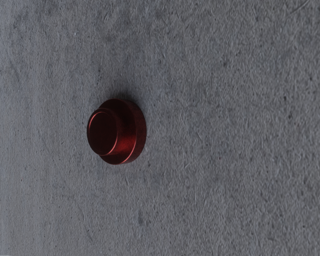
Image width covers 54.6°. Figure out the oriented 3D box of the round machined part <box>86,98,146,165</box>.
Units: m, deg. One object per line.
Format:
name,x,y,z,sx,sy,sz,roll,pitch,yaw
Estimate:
round machined part,-0.070,0.005,0.453,0.098,0.042,0.097,0,90,40
